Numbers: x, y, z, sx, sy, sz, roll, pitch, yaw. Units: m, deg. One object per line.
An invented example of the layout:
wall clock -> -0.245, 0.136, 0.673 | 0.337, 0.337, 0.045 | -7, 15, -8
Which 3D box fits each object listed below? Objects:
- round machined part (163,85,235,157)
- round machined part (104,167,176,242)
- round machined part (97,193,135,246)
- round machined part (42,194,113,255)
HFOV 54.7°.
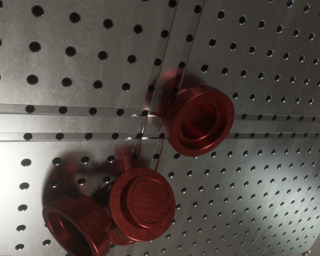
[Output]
round machined part -> 0.048, -0.013, 0.420 | 0.099, 0.042, 0.097 | -14, 125, -21
round machined part -> -0.021, 0.100, 0.415 | 0.099, 0.098, 0.042 | 1, 160, -29
round machined part -> -0.049, 0.134, 0.458 | 0.099, 0.042, 0.097 | -14, 125, -21
round machined part -> -0.100, 0.124, 0.397 | 0.042, 0.098, 0.097 | -41, 138, -43
